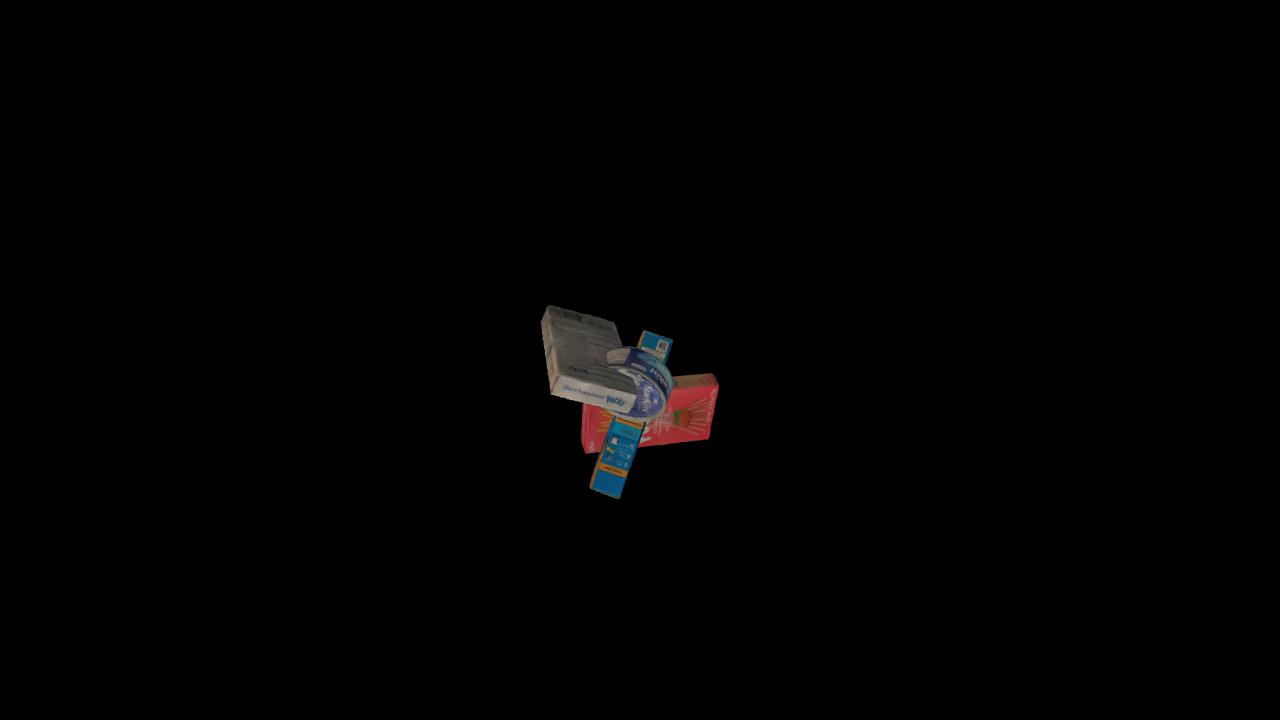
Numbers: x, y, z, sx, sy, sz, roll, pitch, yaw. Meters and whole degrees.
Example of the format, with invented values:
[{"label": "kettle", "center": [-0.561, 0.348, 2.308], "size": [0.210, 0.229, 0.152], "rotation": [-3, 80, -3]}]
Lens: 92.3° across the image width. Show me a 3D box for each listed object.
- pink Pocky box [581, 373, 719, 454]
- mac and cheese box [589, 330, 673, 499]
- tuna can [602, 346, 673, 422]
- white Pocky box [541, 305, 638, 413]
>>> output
[{"label": "pink Pocky box", "center": [0.011, 0.061, 0.708], "size": [0.155, 0.084, 0.029], "rotation": [-4, 35, -15]}, {"label": "mac and cheese box", "center": [-0.010, 0.062, 0.715], "size": [0.041, 0.184, 0.093], "rotation": [19, -5, -1]}, {"label": "tuna can", "center": [-0.008, 0.026, 0.642], "size": [0.084, 0.084, 0.034], "rotation": [0, 44, 26]}, {"label": "white Pocky box", "center": [-0.056, -0.006, 0.643], "size": [0.084, 0.028, 0.154], "rotation": [15, 26, -21]}]
